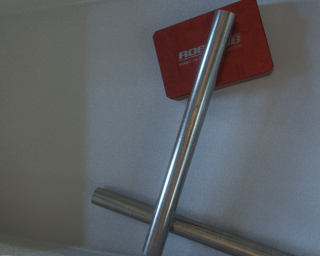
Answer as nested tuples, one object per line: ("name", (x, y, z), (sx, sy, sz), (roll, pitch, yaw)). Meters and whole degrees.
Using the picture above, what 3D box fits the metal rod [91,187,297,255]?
("metal rod", (0.048, 0.132, 0.393), (0.301, 0.025, 0.025), (14, 95, 19))

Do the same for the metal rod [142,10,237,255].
("metal rod", (0.032, 0.013, 0.367), (0.025, 0.025, 0.298), (19, 98, 18))

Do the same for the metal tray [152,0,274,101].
("metal tray", (0.064, -0.093, 0.385), (0.130, 0.030, 0.090), (-14, 85, 19))
